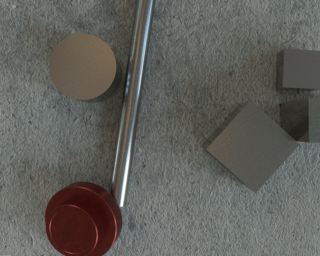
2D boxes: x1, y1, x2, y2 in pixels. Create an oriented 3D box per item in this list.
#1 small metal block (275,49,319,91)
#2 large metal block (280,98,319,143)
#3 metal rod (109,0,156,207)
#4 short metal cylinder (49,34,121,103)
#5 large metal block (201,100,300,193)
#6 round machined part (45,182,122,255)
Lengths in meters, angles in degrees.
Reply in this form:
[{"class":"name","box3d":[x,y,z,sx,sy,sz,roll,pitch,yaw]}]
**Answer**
[{"class":"small metal block","box3d":[0.185,-0.076,0.412,0.050,0.025,0.050,3,90,-1]},{"class":"large metal block","box3d":[0.206,-0.009,0.385,0.081,0.080,0.050,-1,90,-1]},{"class":"metal rod","box3d":[-0.036,-0.047,0.409,0.025,0.025,0.298,8,90,-1]},{"class":"short metal cylinder","box3d":[-0.093,-0.074,0.396,0.081,0.050,0.079,0,90,-1]},{"class":"large metal block","box3d":[0.112,0.022,0.399,0.080,0.050,0.080,42,90,-1]},{"class":"round machined part","box3d":[-0.101,0.120,0.388,0.098,0.042,0.097,2,99,13]}]
